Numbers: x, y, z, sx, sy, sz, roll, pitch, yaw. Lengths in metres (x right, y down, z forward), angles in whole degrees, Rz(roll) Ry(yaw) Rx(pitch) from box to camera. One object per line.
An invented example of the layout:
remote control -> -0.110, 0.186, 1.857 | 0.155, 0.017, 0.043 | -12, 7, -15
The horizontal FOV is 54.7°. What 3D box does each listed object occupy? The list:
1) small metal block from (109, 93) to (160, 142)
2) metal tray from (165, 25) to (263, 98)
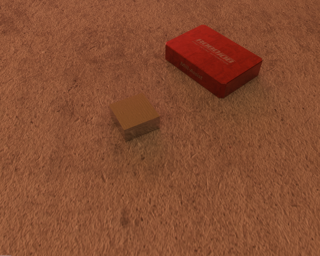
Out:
small metal block -> -0.034, -0.015, 0.416 | 0.050, 0.025, 0.050 | -22, 54, -18
metal tray -> 0.082, -0.111, 0.494 | 0.091, 0.030, 0.130 | -33, 58, -25
